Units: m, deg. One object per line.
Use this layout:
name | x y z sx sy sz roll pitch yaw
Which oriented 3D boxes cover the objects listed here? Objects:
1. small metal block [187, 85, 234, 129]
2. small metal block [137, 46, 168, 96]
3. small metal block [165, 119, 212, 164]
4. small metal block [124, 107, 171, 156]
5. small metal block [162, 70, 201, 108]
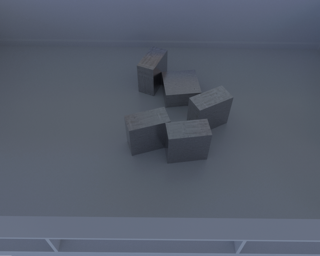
small metal block | 0.065 -0.022 0.409 0.050 0.050 0.025 -22 54 -18
small metal block | -0.010 -0.084 0.460 0.025 0.050 0.050 19 52 15
small metal block | 0.033 0.017 0.375 0.050 0.050 0.025 -6 51 -5
small metal block | -0.015 0.005 0.385 0.050 0.050 0.025 -13 51 -11
small metal block | 0.030 -0.058 0.454 0.050 0.025 0.050 -5 50 -5
